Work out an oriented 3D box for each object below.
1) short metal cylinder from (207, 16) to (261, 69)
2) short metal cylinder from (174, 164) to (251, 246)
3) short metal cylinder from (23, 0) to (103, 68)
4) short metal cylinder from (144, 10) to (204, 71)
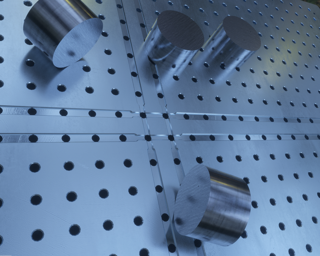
[{"bbox_3d":[0.133,-0.153,0.557,0.081,0.050,0.080,13,56,-21],"label":"short metal cylinder"},{"bbox_3d":[0.057,0.087,0.350,0.050,0.080,0.080,21,54,-16],"label":"short metal cylinder"},{"bbox_3d":[-0.118,-0.122,0.383,0.050,0.080,0.080,45,51,3],"label":"short metal cylinder"},{"bbox_3d":[0.022,-0.137,0.487,0.081,0.050,0.080,14,56,-21],"label":"short metal cylinder"}]
